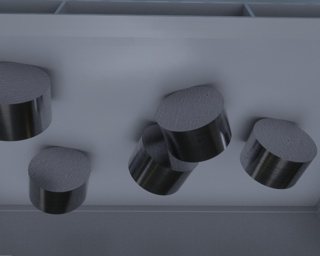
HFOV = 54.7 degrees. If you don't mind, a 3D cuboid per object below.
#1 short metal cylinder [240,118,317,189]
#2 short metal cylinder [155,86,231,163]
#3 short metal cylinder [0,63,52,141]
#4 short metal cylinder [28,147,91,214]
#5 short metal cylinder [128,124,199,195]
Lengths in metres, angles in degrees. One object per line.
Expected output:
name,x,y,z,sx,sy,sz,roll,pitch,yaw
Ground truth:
short metal cylinder,0.151,0.032,0.401,0.081,0.080,0.050,8,130,-7
short metal cylinder,0.041,-0.006,0.368,0.080,0.080,0.050,-13,129,11
short metal cylinder,-0.164,-0.031,0.345,0.081,0.080,0.050,8,130,-7
short metal cylinder,-0.140,0.072,0.433,0.081,0.080,0.050,11,129,-9
short metal cylinder,0.005,0.041,0.408,0.081,0.080,0.050,18,128,-15
